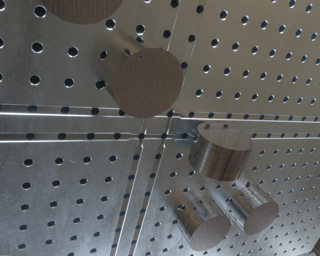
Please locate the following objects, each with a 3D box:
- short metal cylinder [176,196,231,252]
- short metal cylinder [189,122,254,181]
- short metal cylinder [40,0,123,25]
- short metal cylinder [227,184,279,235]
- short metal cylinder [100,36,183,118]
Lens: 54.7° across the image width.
[{"bbox_3d":[0.075,0.166,0.539,0.081,0.050,0.079,-14,124,-21],"label":"short metal cylinder"},{"bbox_3d":[0.086,0.032,0.442,0.081,0.080,0.050,0,119,-28],"label":"short metal cylinder"},{"bbox_3d":[-0.073,-0.137,0.270,0.081,0.050,0.079,-14,124,-21],"label":"short metal cylinder"},{"bbox_3d":[0.175,0.154,0.586,0.081,0.050,0.079,-14,124,-21],"label":"short metal cylinder"},{"bbox_3d":[-0.021,-0.057,0.348,0.081,0.050,0.079,-14,124,-21],"label":"short metal cylinder"}]
